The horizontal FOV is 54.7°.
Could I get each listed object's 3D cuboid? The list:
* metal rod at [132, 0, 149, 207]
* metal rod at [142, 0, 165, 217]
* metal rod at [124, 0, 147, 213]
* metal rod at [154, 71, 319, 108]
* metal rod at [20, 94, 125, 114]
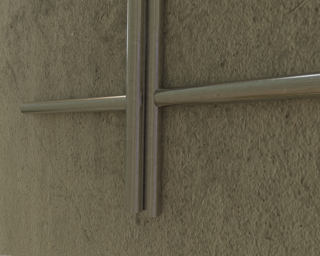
[{"bbox_3d":[-0.028,-0.039,0.428,0.025,0.025,0.298,2,91,39],"label":"metal rod"},{"bbox_3d":[-0.009,-0.033,0.413,0.025,0.025,0.298,2,91,39],"label":"metal rod"},{"bbox_3d":[-0.032,-0.041,0.405,0.025,0.025,0.298,2,91,39],"label":"metal rod"},{"bbox_3d":[0.117,-0.040,0.309,0.300,0.025,0.025,0,90,39],"label":"metal rod"},{"bbox_3d":[-0.154,-0.038,0.530,0.300,0.025,0.025,1,91,39],"label":"metal rod"}]
